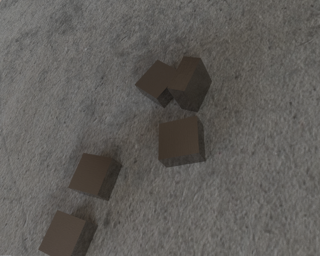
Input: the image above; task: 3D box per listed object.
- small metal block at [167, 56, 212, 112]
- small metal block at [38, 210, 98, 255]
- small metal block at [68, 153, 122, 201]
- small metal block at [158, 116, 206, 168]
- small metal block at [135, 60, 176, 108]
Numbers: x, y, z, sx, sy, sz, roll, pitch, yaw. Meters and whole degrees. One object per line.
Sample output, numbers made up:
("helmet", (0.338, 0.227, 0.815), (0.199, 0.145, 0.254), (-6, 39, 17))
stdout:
("small metal block", (0.040, -0.056, 0.400), (0.025, 0.050, 0.050), (15, 69, 34))
("small metal block", (-0.112, 0.134, 0.379), (0.050, 0.025, 0.050), (8, 66, 31))
("small metal block", (-0.085, 0.064, 0.408), (0.050, 0.025, 0.050), (6, 65, 30))
("small metal block", (0.027, 0.017, 0.378), (0.050, 0.025, 0.050), (-12, 57, 21))
("small metal block", (0.001, -0.063, 0.441), (0.050, 0.025, 0.050), (-49, 52, -7))
